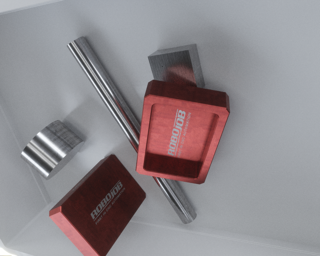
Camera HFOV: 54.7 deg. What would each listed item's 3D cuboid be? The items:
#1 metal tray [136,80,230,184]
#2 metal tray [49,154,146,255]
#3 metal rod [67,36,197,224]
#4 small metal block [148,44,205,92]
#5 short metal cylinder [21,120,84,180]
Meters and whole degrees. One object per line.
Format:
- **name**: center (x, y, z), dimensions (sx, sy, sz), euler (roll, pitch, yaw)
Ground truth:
- **metal tray**: center (0.022, 0.010, 0.371), dimensions (0.091, 0.030, 0.129), euler (10, 132, 0)
- **metal tray**: center (-0.084, 0.110, 0.451), dimensions (0.030, 0.131, 0.090), euler (-29, 103, 37)
- **metal rod**: center (-0.032, 0.013, 0.431), dimensions (0.025, 0.025, 0.299), euler (-21, 107, 35)
- **small metal block**: center (0.020, -0.066, 0.357), dimensions (0.050, 0.025, 0.050), euler (-2, 118, 29)
- **short metal cylinder**: center (-0.164, 0.034, 0.478), dimensions (0.050, 0.080, 0.080), euler (42, 129, -1)
